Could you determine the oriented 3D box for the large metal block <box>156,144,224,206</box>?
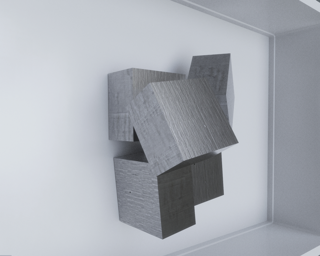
[{"bbox_3d":[0.039,0.057,0.421,0.081,0.050,0.079,-7,95,-40],"label":"large metal block"}]

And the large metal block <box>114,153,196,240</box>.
[{"bbox_3d":[-0.008,0.073,0.364,0.050,0.080,0.079,-9,96,-40],"label":"large metal block"}]

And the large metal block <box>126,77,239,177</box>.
[{"bbox_3d":[0.023,-0.003,0.325,0.081,0.050,0.080,-12,73,-39],"label":"large metal block"}]

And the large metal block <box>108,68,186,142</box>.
[{"bbox_3d":[-0.015,-0.026,0.378,0.081,0.050,0.079,-1,91,-40],"label":"large metal block"}]

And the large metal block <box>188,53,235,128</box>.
[{"bbox_3d":[0.070,-0.042,0.416,0.080,0.050,0.080,70,27,-46],"label":"large metal block"}]
